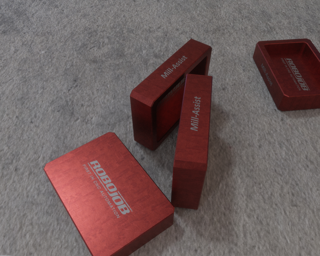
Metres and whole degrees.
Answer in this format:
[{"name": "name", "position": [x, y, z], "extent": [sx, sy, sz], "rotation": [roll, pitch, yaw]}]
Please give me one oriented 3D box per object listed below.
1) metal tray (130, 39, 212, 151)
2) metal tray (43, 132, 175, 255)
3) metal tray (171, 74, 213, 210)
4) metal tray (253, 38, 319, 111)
[{"name": "metal tray", "position": [0.017, -0.044, 0.397], "extent": [0.030, 0.089, 0.131], "rotation": [29, 56, 22]}, {"name": "metal tray", "position": [-0.057, 0.072, 0.339], "extent": [0.091, 0.030, 0.130], "rotation": [-29, 56, -22]}, {"name": "metal tray", "position": [0.036, 0.013, 0.350], "extent": [0.030, 0.089, 0.130], "rotation": [7, 50, 5]}, {"name": "metal tray", "position": [0.207, -0.085, 0.474], "extent": [0.091, 0.030, 0.130], "rotation": [-4, 50, -4]}]
